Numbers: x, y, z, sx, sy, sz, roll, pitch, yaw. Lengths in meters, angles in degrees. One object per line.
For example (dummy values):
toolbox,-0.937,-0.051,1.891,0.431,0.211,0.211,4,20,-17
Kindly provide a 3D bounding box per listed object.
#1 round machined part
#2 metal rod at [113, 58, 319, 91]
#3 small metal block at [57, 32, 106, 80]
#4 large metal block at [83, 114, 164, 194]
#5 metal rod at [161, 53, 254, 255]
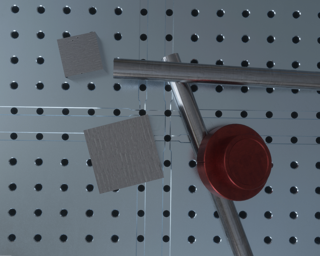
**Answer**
round machined part,0.100,0.043,0.391,0.099,0.042,0.097,3,82,-20
metal rod,0.093,-0.067,0.397,0.302,0.025,0.025,2,90,-8
small metal block,-0.103,-0.095,0.412,0.050,0.025,0.050,-12,90,-1
large metal block,-0.044,0.031,0.400,0.080,0.050,0.080,-14,90,-1
metal rod,0.065,0.045,0.414,0.025,0.025,0.299,-20,90,0
